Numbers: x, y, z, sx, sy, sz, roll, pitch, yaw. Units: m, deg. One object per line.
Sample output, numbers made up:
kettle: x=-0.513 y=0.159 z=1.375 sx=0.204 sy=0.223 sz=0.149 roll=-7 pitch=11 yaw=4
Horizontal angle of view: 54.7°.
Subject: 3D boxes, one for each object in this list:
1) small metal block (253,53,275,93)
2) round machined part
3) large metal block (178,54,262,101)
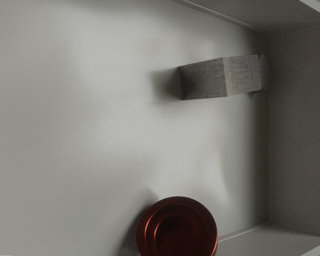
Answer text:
small metal block: x=0.178 y=-0.098 z=0.559 sx=0.050 sy=0.025 sz=0.050 roll=39 pitch=66 yaw=-33
round machined part: x=0.023 y=0.140 z=0.389 sx=0.098 sy=0.098 sz=0.042 roll=-51 pitch=149 yaw=-28
large metal block: x=0.086 y=-0.072 z=0.445 sx=0.081 sy=0.080 sz=0.050 roll=-15 pitch=100 yaw=-39
